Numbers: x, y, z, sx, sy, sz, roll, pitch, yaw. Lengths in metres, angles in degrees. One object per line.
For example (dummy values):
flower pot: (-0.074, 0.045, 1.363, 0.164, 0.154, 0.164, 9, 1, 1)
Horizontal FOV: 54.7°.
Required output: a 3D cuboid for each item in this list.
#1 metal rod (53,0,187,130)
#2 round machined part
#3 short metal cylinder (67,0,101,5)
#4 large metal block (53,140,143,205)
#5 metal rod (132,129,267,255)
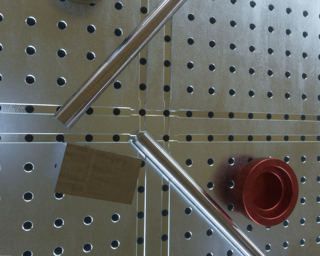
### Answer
metal rod: (-0.025, -0.119, 0.404, 0.025, 0.025, 0.300, 43, 76, -15)
round machined part: (0.153, 0.092, 0.462, 0.099, 0.042, 0.097, 0, 90, -21)
short metal cylinder: (-0.091, -0.194, 0.366, 0.081, 0.050, 0.079, 0, 90, -21)
large metal block: (-0.075, 0.048, 0.356, 0.081, 0.080, 0.050, 15, 85, -20)
metal rod: (0.072, 0.116, 0.440, 0.025, 0.025, 0.300, -47, 105, -14)
